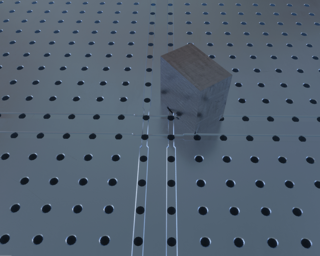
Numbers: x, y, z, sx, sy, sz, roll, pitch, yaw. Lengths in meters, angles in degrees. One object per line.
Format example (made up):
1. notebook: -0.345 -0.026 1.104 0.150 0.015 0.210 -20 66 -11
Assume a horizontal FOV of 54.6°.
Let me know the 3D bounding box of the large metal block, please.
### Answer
1. large metal block: 0.044 -0.053 0.417 0.050 0.080 0.080 -28 56 -21
